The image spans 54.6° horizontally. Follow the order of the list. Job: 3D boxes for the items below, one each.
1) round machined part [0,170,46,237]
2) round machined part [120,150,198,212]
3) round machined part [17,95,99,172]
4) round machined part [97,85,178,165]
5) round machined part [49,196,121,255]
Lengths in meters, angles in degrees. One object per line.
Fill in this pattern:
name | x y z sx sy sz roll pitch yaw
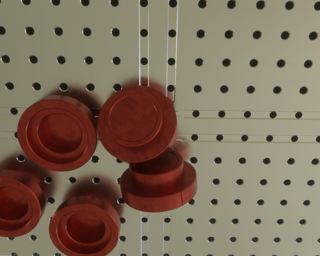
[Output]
round machined part | -0.212 0.102 0.440 0.099 0.042 0.097 0 110 0
round machined part | -0.003 0.060 0.396 0.098 0.098 0.042 -6 112 2
round machined part | -0.128 0.004 0.405 0.099 0.042 0.097 0 111 -1
round machined part | -0.029 -0.007 0.376 0.098 0.042 0.098 -1 75 6
round machined part | -0.107 0.141 0.455 0.099 0.042 0.097 0 110 0
